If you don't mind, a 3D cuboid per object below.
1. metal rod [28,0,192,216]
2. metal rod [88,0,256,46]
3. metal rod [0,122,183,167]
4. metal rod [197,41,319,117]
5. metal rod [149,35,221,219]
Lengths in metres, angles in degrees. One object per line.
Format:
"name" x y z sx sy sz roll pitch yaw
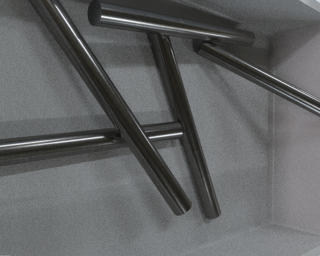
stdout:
"metal rod" -0.050 -0.024 0.339 0.025 0.025 0.299 -42 108 -32
"metal rod" 0.042 -0.132 0.413 0.302 0.025 0.025 -9 96 -44
"metal rod" -0.093 0.017 0.330 0.302 0.025 0.025 -7 95 -40
"metal rod" 0.196 -0.060 0.486 0.301 0.025 0.025 25 72 -9
"metal rod" 0.037 -0.004 0.439 0.025 0.025 0.298 -29 109 -36
